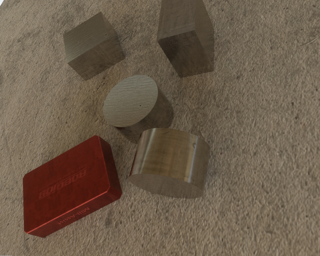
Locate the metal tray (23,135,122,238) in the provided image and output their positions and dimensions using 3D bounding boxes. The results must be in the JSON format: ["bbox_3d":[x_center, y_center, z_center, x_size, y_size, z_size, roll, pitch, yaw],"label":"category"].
[{"bbox_3d":[-0.122,0.078,0.417,0.130,0.030,0.090,-29,52,9],"label":"metal tray"}]

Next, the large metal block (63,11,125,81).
[{"bbox_3d":[-0.115,-0.141,0.534,0.080,0.050,0.080,-28,52,10],"label":"large metal block"}]

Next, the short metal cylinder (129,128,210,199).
[{"bbox_3d":[0.011,0.041,0.338,0.080,0.080,0.050,-1,62,28],"label":"short metal cylinder"}]

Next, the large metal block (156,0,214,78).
[{"bbox_3d":[0.039,-0.129,0.427,0.050,0.080,0.080,-8,58,24],"label":"large metal block"}]

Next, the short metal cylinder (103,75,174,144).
[{"bbox_3d":[-0.029,-0.024,0.418,0.080,0.050,0.080,-13,56,21],"label":"short metal cylinder"}]
